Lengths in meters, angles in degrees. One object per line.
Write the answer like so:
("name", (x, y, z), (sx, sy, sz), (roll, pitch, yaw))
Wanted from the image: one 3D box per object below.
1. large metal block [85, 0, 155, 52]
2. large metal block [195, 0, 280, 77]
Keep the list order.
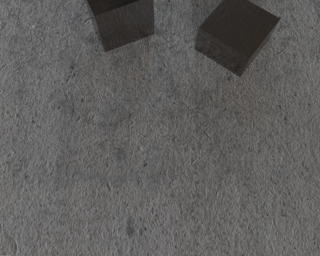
("large metal block", (-0.056, -0.163, 0.438), (0.080, 0.080, 0.050), (-23, 72, -8))
("large metal block", (0.109, -0.134, 0.444), (0.080, 0.050, 0.080), (36, 74, 12))
